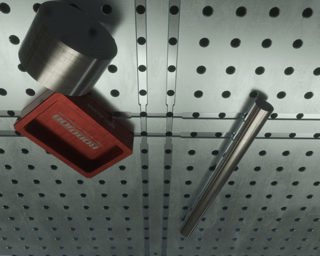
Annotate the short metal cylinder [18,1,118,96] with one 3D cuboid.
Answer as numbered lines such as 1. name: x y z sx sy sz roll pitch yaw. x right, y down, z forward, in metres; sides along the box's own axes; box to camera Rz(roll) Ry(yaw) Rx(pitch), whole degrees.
1. short metal cylinder: -0.090 -0.078 0.308 0.080 0.080 0.050 29 124 -23

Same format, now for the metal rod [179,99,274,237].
1. metal rod: 0.089 0.081 0.480 0.025 0.025 0.298 12 129 -11

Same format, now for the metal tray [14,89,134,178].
1. metal tray: -0.110 0.007 0.412 0.090 0.030 0.130 -32 124 24
